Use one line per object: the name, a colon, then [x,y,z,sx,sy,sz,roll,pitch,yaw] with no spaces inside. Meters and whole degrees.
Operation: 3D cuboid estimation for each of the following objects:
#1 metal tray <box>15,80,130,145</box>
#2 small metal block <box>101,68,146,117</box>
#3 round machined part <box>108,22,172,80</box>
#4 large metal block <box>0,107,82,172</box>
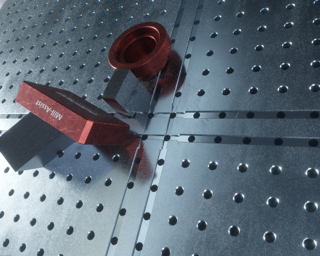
metal tray: [-0.117,-0.019,0.420,0.130,0.090,0.030,28,99,25]
small metal block: [-0.052,-0.051,0.451,0.025,0.050,0.050,10,67,32]
round machined part: [-0.027,-0.114,0.480,0.098,0.042,0.098,-14,53,19]
large metal block: [-0.169,0.015,0.444,0.080,0.080,0.050,-39,85,2]
